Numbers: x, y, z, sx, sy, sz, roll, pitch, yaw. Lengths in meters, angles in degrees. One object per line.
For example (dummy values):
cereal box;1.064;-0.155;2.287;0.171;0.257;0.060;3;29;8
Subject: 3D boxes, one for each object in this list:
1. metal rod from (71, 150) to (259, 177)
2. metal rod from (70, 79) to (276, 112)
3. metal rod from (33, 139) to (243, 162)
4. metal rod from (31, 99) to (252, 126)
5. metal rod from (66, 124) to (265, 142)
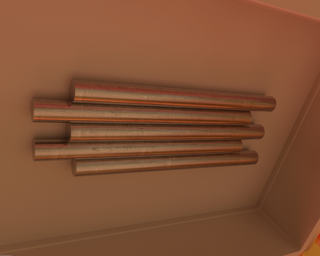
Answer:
metal rod;0.026;0.049;0.453;0.303;0.025;0.025;1;118;-29
metal rod;0.038;-0.038;0.406;0.303;0.025;0.025;1;118;-29
metal rod;-0.009;0.026;0.420;0.303;0.025;0.025;1;118;-29
metal rod;-0.001;-0.017;0.397;0.303;0.025;0.025;1;118;-29
metal rod;0.028;0.005;0.427;0.303;0.025;0.025;1;118;-29
